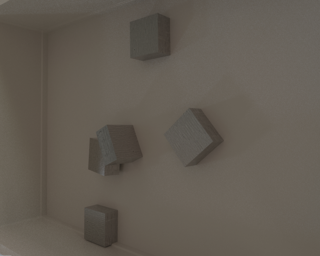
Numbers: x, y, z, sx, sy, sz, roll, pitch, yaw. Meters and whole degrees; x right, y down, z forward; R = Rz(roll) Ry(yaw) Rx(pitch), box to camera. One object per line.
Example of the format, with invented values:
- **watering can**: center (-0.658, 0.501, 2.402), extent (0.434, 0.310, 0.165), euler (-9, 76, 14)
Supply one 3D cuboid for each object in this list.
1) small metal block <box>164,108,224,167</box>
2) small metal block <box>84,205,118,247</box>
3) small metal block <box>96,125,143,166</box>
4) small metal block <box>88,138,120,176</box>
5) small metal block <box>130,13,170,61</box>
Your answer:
- **small metal block**: center (0.040, 0.011, 0.374), extent (0.050, 0.025, 0.050), euler (-47, 62, 30)
- **small metal block**: center (-0.092, 0.151, 0.483), extent (0.050, 0.025, 0.050), euler (1, 91, 40)
- **small metal block**: center (-0.057, 0.023, 0.438), extent (0.025, 0.050, 0.050), euler (-30, 71, 35)
- **small metal block**: center (-0.085, 0.042, 0.472), extent (0.050, 0.025, 0.050), euler (8, 96, 50)
- **small metal block**: center (-0.014, -0.121, 0.418), extent (0.050, 0.025, 0.050), euler (-1, 89, 40)
